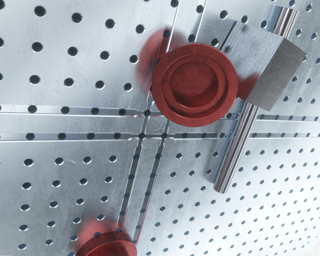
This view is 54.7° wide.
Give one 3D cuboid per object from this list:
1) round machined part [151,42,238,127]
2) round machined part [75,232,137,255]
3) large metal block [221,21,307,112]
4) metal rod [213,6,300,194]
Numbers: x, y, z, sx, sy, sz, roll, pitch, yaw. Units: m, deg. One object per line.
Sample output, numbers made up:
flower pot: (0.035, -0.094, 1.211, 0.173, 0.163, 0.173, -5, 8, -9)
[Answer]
round machined part: (0.040, -0.054, 0.372, 0.099, 0.042, 0.097, 1, 112, 3)
round machined part: (-0.082, 0.215, 0.489, 0.099, 0.042, 0.097, -14, 124, -21)
large metal block: (0.118, -0.078, 0.390, 0.050, 0.080, 0.080, 16, 110, -37)
metal rod: (0.137, -0.026, 0.469, 0.025, 0.025, 0.298, 0, 119, -29)
